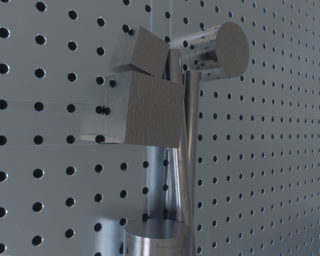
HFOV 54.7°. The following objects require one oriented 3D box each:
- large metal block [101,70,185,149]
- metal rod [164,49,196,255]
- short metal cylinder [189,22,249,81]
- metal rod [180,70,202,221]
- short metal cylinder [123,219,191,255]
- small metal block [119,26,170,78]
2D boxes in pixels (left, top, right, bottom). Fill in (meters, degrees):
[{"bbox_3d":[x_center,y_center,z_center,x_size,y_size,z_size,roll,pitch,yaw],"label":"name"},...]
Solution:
[{"bbox_3d":[-0.020,-0.019,0.377,0.081,0.050,0.080,8,85,-40],"label":"large metal block"},{"bbox_3d":[0.026,0.044,0.416,0.025,0.025,0.298,-2,87,-40],"label":"metal rod"},{"bbox_3d":[0.091,-0.114,0.469,0.081,0.050,0.079,0,90,-40],"label":"short metal cylinder"},{"bbox_3d":[0.039,0.068,0.442,0.025,0.025,0.298,6,86,-40],"label":"metal rod"},{"bbox_3d":[-0.004,0.145,0.371,0.081,0.080,0.050,3,88,-40],"label":"short metal cylinder"},{"bbox_3d":[-0.019,-0.092,0.394,0.050,0.025,0.050,22,76,-38],"label":"small metal block"}]
